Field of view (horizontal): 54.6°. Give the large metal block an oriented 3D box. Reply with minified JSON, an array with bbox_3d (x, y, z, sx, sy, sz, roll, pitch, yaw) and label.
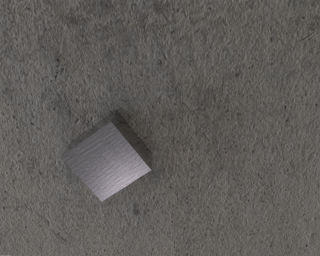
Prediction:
[{"bbox_3d":[-0.067,0.036,0.409,0.080,0.050,0.080,-34,107,11],"label":"large metal block"}]
